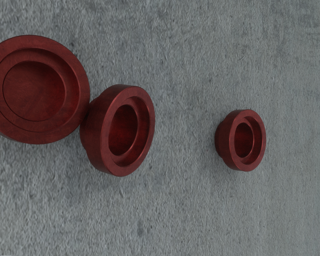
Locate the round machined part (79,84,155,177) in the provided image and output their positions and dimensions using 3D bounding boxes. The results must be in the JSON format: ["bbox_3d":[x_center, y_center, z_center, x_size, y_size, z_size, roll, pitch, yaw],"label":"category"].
[{"bbox_3d":[-0.048,0.001,0.338,0.099,0.042,0.097,-31,126,-54],"label":"round machined part"}]

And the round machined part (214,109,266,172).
[{"bbox_3d":[0.126,0.019,0.499,0.099,0.042,0.097,0,90,-40],"label":"round machined part"}]

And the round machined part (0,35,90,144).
[{"bbox_3d":[-0.121,-0.034,0.292,0.099,0.042,0.097,0,90,-40],"label":"round machined part"}]
